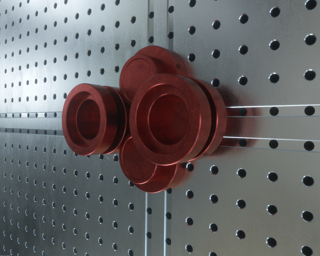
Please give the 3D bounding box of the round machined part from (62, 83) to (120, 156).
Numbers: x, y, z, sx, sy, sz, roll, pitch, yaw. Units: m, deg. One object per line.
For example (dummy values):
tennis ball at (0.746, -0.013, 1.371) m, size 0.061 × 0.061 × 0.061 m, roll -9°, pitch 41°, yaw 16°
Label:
round machined part at (-0.091, -0.012, 0.432) m, size 0.098 × 0.042 × 0.097 m, roll 0°, pitch 90°, yaw 40°

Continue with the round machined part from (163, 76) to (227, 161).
round machined part at (0.036, -0.010, 0.369) m, size 0.098 × 0.042 × 0.097 m, roll 0°, pitch 90°, yaw 40°

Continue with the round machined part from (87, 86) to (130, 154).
round machined part at (-0.068, -0.011, 0.455) m, size 0.098 × 0.042 × 0.097 m, roll 0°, pitch 90°, yaw 40°

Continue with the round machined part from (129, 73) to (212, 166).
round machined part at (0.015, -0.009, 0.344) m, size 0.098 × 0.042 × 0.097 m, roll 0°, pitch 90°, yaw 40°

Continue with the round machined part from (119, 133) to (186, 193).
round machined part at (-0.016, 0.038, 0.412) m, size 0.098 × 0.042 × 0.097 m, roll 0°, pitch 90°, yaw 40°

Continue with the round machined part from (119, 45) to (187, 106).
round machined part at (-0.016, -0.061, 0.412) m, size 0.098 × 0.042 × 0.097 m, roll 0°, pitch 90°, yaw 40°
